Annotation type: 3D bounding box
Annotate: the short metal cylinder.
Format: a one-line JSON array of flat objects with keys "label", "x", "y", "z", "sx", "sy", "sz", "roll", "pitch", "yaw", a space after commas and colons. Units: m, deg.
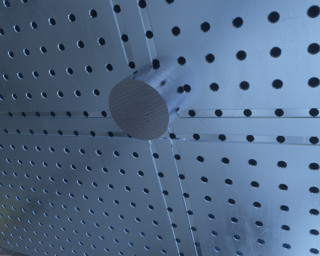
[{"label": "short metal cylinder", "x": -0.016, "y": -0.032, "z": 0.384, "sx": 0.080, "sy": 0.050, "sz": 0.080, "roll": 13, "pitch": 124, "yaw": 21}]
